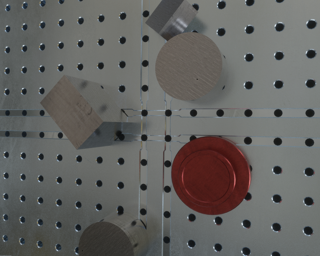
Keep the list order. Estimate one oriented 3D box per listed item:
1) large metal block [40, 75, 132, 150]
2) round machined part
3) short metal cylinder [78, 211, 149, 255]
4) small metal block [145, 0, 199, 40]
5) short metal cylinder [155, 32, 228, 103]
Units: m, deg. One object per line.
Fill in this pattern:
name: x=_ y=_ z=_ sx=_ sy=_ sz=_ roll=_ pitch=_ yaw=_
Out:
large metal block: x=-0.096 y=-0.020 z=0.416 sx=0.050 sy=0.080 sz=0.080 roll=-45 pitch=77 yaw=14
round machined part: x=0.061 y=0.059 z=0.382 sx=0.098 sy=0.042 sz=0.097 roll=0 pitch=90 yaw=19
short metal cylinder: x=-0.062 y=0.160 z=0.420 sx=0.080 sy=0.050 sz=0.079 roll=0 pitch=90 yaw=19
small metal block: x=0.014 y=-0.140 z=0.394 sx=0.050 sy=0.025 sz=0.050 roll=-50 pitch=38 yaw=13
short metal cylinder: x=0.041 y=-0.072 z=0.384 sx=0.080 sy=0.050 sz=0.079 roll=0 pitch=90 yaw=19
